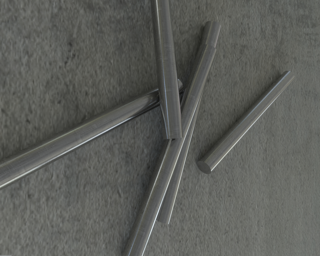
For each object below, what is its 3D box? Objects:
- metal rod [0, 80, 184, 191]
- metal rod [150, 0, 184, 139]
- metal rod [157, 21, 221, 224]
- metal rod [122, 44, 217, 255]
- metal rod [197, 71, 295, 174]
[{"bbox_3d":[-0.082,0.005,0.337,0.302,0.025,0.025,-31,110,-36],"label":"metal rod"},{"bbox_3d":[0.003,-0.135,0.387,0.025,0.025,0.298,-2,85,-40],"label":"metal rod"},{"bbox_3d":[0.041,-0.017,0.441,0.025,0.025,0.299,26,73,-37],"label":"metal rod"},{"bbox_3d":[0.016,0.027,0.405,0.025,0.025,0.299,29,76,-37],"label":"metal rod"},{"bbox_3d":[0.163,-0.023,0.544,0.302,0.025,0.025,-40,115,-33],"label":"metal rod"}]
